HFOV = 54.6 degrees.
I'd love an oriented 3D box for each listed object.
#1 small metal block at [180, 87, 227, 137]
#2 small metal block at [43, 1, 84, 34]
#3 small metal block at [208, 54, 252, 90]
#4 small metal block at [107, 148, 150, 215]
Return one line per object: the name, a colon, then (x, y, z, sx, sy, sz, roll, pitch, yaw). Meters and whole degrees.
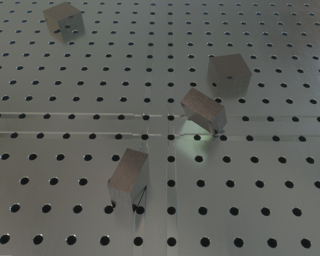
small metal block: (0.058, -0.020, 0.405, 0.050, 0.050, 0.025, 35, 81, 26)
small metal block: (-0.181, -0.208, 0.582, 0.050, 0.025, 0.050, -37, 59, -27)
small metal block: (0.107, -0.088, 0.482, 0.050, 0.025, 0.050, -9, 51, -7)
small metal block: (-0.033, 0.059, 0.342, 0.025, 0.050, 0.050, 15, 52, 13)
